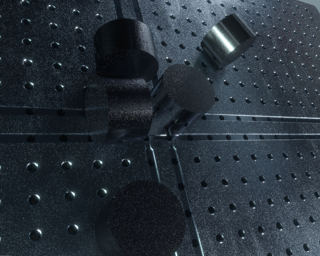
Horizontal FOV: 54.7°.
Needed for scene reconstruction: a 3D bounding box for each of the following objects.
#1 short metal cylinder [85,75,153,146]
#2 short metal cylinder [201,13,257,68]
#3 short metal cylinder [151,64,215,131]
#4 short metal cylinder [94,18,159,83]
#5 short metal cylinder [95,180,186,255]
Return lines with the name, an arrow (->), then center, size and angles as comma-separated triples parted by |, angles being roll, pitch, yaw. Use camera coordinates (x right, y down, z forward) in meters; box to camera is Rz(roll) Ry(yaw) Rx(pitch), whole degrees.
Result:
short metal cylinder -> -0.050, -0.021, 0.360 | 0.050, 0.080, 0.080 | -4, 64, -31
short metal cylinder -> 0.117, -0.147, 0.528 | 0.081, 0.080, 0.050 | -29, 78, -38
short metal cylinder -> 0.030, -0.043, 0.436 | 0.081, 0.050, 0.080 | 14, 56, -21
short metal cylinder -> -0.045, -0.096, 0.408 | 0.081, 0.080, 0.050 | 4, 60, -27
short metal cylinder -> -0.021, 0.100, 0.321 | 0.081, 0.050, 0.080 | 14, 56, -21
